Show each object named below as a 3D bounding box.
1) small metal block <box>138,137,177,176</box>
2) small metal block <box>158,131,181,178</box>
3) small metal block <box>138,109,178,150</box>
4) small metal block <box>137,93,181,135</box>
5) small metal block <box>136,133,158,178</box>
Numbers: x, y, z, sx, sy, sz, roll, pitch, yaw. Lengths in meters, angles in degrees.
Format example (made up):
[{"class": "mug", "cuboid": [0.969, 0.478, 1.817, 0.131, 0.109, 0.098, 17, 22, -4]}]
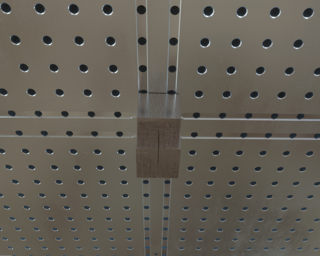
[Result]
[{"class": "small metal block", "cuboid": [-0.003, 0.039, 0.427, 0.050, 0.050, 0.025, 1, 130, -1]}, {"class": "small metal block", "cuboid": [0.011, 0.026, 0.385, 0.025, 0.050, 0.050, 2, 130, 0]}, {"class": "small metal block", "cuboid": [-0.003, 0.002, 0.413, 0.050, 0.025, 0.050, 2, 130, 0]}, {"class": "small metal block", "cuboid": [-0.001, -0.018, 0.379, 0.050, 0.050, 0.025, 2, 130, -1]}, {"class": "small metal block", "cuboid": [-0.015, 0.026, 0.384, 0.025, 0.050, 0.050, 1, 130, -1]}]
